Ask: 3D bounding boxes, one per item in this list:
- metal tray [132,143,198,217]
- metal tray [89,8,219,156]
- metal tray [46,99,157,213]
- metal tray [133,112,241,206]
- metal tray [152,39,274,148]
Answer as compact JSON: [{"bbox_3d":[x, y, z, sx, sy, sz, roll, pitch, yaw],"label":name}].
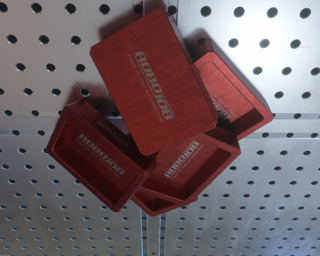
[{"bbox_3d":[-0.011,0.081,0.477,0.090,0.030,0.130,-26,126,20],"label":"metal tray"},{"bbox_3d":[-0.005,-0.045,0.330,0.090,0.030,0.129,-24,96,18],"label":"metal tray"},{"bbox_3d":[-0.078,0.037,0.398,0.130,0.030,0.089,40,124,6],"label":"metal tray"},{"bbox_3d":[0.031,0.046,0.408,0.091,0.030,0.129,23,126,-19],"label":"metal tray"},{"bbox_3d":[0.065,-0.033,0.381,0.090,0.030,0.130,-36,122,26],"label":"metal tray"}]
